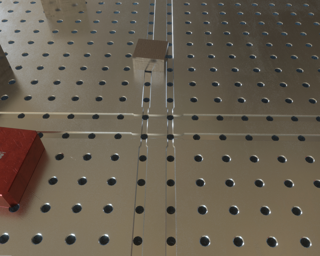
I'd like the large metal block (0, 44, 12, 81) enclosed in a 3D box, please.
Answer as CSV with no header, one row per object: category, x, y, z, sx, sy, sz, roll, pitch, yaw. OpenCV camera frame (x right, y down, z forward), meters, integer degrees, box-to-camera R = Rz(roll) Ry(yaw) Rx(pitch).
large metal block,-0.291,-0.093,0.467,0.080,0.050,0.080,16,52,13

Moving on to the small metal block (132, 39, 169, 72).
small metal block,-0.015,-0.120,0.508,0.050,0.025,0.050,7,50,5

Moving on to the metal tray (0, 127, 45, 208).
metal tray,-0.219,0.040,0.369,0.131,0.030,0.090,6,50,5

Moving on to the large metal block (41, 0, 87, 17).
large metal block,-0.195,-0.270,0.617,0.081,0.050,0.080,-13,51,-10
